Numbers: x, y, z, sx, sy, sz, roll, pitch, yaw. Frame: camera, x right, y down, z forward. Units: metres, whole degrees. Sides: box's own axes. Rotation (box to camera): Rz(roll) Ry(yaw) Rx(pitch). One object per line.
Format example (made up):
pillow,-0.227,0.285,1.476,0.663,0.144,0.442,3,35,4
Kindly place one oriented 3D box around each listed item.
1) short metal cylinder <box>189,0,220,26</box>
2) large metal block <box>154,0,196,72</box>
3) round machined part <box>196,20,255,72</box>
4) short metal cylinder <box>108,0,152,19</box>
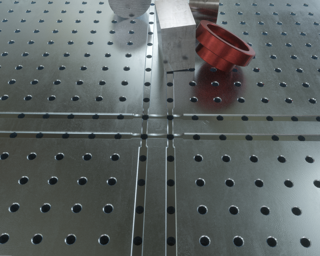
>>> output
short metal cylinder,0.078,-0.224,0.560,0.050,0.080,0.080,5,50,4
large metal block,0.024,-0.149,0.495,0.050,0.080,0.080,-8,51,-2
round machined part,0.095,-0.123,0.483,0.099,0.042,0.098,23,32,-15
short metal cylinder,-0.059,-0.257,0.588,0.081,0.080,0.050,-7,51,-6
